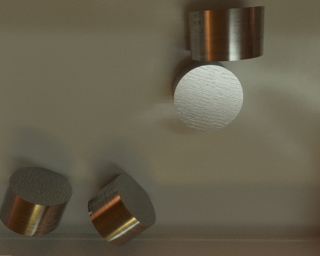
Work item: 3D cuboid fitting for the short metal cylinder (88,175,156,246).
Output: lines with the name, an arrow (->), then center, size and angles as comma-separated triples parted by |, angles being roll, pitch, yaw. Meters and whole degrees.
short metal cylinder -> -0.051, 0.111, 0.422 | 0.050, 0.080, 0.080 | -38, 106, 13

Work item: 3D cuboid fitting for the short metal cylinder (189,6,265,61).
short metal cylinder -> 0.073, -0.106, 0.344 | 0.080, 0.080, 0.050 | -4, 110, 1

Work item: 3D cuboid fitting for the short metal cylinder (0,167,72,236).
short metal cylinder -> -0.166, 0.097, 0.416 | 0.080, 0.080, 0.050 | 23, 109, -8

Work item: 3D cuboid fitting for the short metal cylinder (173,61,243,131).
short metal cylinder -> 0.056, -0.042, 0.383 | 0.081, 0.050, 0.079 | 0, 110, 0
